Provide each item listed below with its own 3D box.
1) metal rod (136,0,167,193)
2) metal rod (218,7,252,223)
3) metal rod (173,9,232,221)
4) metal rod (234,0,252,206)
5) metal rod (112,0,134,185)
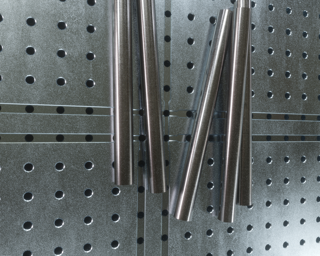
[{"bbox_3d":[-0.012,-0.065,0.408,0.025,0.025,0.298,-4,92,-20],"label":"metal rod"},{"bbox_3d":[0.106,-0.015,0.440,0.025,0.025,0.298,2,94,-20],"label":"metal rod"},{"bbox_3d":[0.063,-0.021,0.437,0.025,0.025,0.298,14,85,-20],"label":"metal rod"},{"bbox_3d":[0.123,-0.037,0.459,0.025,0.025,0.298,0,90,-20],"label":"metal rod"},{"bbox_3d":[-0.048,-0.078,0.395,0.025,0.025,0.298,-1,90,-20],"label":"metal rod"}]
